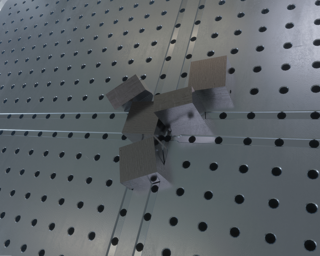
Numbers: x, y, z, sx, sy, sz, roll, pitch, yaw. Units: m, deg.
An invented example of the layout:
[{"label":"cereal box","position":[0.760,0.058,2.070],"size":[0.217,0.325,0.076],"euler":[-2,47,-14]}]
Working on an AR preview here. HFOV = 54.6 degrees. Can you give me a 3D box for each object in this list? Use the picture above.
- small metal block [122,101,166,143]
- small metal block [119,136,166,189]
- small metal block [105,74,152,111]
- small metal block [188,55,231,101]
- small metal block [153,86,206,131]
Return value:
[{"label":"small metal block","position":[-0.018,-0.009,0.424],"size":[0.050,0.025,0.050],"euler":[2,63,29]},{"label":"small metal block","position":[-0.023,0.045,0.394],"size":[0.050,0.025,0.050],"euler":[-19,54,17]},{"label":"small metal block","position":[-0.043,-0.049,0.443],"size":[0.050,0.050,0.025],"euler":[-33,86,7]},{"label":"small metal block","position":[0.067,-0.065,0.414],"size":[0.050,0.025,0.050],"euler":[-5,59,25]},{"label":"small metal block","position":[0.025,-0.023,0.394],"size":[0.050,0.050,0.025],"euler":[-13,57,21]}]
